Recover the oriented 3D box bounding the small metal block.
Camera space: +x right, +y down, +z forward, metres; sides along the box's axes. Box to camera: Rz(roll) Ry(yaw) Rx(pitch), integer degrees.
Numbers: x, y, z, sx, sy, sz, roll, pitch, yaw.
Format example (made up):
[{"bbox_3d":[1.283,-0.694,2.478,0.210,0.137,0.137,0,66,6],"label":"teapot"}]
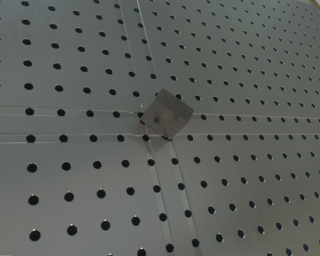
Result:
[{"bbox_3d":[0.009,-0.017,0.409,0.050,0.050,0.025,35,51,-6],"label":"small metal block"}]
